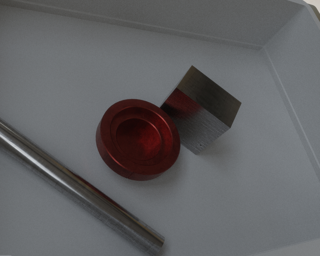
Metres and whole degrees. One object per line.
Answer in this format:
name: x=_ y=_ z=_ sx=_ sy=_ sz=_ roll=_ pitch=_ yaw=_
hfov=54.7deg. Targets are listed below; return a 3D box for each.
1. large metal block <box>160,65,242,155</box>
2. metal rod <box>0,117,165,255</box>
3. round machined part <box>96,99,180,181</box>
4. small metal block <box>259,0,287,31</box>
large metal block: x=0.045 y=-0.021 z=0.409 sx=0.080 sy=0.080 sz=0.050 roll=37 pitch=51 yaw=-4
metal rod: x=-0.122 y=0.036 z=0.318 sx=0.301 sy=0.025 sz=0.025 roll=37 pitch=51 yaw=-4
round machined part: x=-0.029 y=0.017 z=0.370 sx=0.099 sy=0.042 sz=0.098 roll=14 pitch=56 yaw=-21
small metal block: x=0.260 y=-0.258 z=0.710 sx=0.050 sy=0.025 sz=0.050 roll=36 pitch=51 yaw=-5
